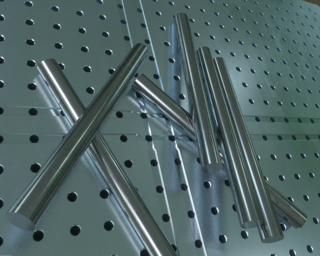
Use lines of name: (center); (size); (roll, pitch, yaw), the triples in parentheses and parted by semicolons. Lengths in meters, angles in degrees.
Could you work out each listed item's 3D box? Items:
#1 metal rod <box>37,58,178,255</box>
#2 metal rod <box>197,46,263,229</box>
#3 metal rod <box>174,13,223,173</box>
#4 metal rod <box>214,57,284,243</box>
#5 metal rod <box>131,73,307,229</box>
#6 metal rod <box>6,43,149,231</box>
metal rod: (-0.057, 0.045, 0.349); (0.025, 0.025, 0.299); (-25, 75, -37)
metal rod: (0.087, -0.011, 0.433); (0.025, 0.025, 0.300); (12, 48, -22)
metal rod: (0.049, -0.072, 0.455); (0.025, 0.025, 0.300); (12, 50, -22)
metal rod: (0.112, 0.007, 0.437); (0.025, 0.025, 0.300); (12, 49, -22)
metal rod: (0.082, 0.032, 0.431); (0.300, 0.025, 0.025); (41, 51, 0)
metal rod: (-0.069, -0.021, 0.352); (0.025, 0.025, 0.301); (32, 42, -8)
